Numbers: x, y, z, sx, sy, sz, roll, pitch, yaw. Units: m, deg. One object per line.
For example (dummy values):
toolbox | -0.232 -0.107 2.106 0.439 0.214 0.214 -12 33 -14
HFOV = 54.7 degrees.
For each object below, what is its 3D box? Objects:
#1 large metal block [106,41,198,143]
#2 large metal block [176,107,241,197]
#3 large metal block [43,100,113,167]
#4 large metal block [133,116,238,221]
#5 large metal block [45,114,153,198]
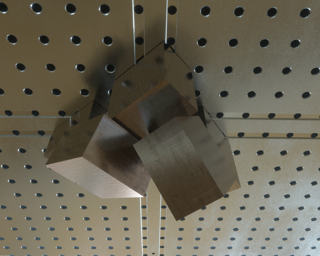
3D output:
large metal block | -0.009 -0.037 0.342 0.080 0.080 0.050 -34 123 25
large metal block | 0.058 0.034 0.403 0.050 0.080 0.080 -27 125 21
large metal block | -0.090 0.023 0.413 0.080 0.050 0.080 -32 124 24
large metal block | 0.029 0.035 0.313 0.050 0.080 0.080 -34 80 20
large metal block | -0.063 0.036 0.338 0.080 0.050 0.080 -15 134 46
